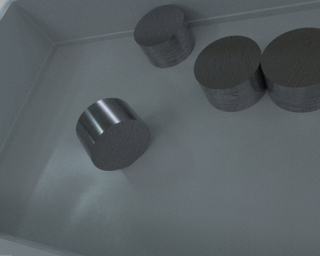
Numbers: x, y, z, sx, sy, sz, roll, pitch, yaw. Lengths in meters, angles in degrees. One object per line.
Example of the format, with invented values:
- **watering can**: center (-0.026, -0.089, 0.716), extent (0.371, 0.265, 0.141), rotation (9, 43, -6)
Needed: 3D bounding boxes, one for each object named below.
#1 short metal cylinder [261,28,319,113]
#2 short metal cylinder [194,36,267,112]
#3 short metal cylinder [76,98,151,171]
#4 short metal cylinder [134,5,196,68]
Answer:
- **short metal cylinder**: center (0.158, -0.064, 0.346), extent (0.080, 0.050, 0.080), rotation (-13, 56, 21)
- **short metal cylinder**: center (0.088, -0.067, 0.384), extent (0.080, 0.050, 0.080), rotation (-13, 56, 21)
- **short metal cylinder**: center (-0.060, 0.008, 0.397), extent (0.080, 0.080, 0.050), rotation (-42, 51, 0)
- **short metal cylinder**: center (0.008, -0.139, 0.471), extent (0.080, 0.050, 0.080), rotation (-13, 56, 21)
